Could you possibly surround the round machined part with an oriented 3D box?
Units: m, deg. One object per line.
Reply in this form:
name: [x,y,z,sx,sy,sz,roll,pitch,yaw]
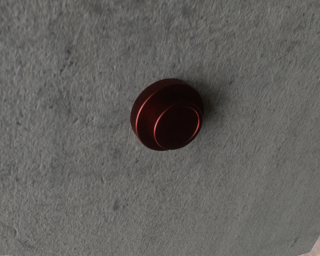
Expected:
round machined part: [0.015,-0.011,0.399,0.099,0.042,0.097,-14,125,-21]
